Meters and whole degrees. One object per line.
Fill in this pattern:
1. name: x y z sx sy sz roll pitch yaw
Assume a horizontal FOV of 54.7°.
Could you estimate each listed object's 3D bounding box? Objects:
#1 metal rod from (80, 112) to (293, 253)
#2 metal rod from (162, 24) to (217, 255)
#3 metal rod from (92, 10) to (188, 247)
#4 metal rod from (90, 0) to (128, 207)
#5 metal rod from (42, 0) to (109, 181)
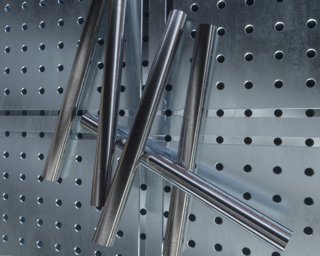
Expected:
1. metal rod: 0.012 0.052 0.382 0.300 0.025 0.025 28 99 27
2. metal rod: 0.037 0.019 0.398 0.025 0.025 0.298 9 93 19
3. metal rod: -0.021 -0.007 0.383 0.025 0.025 0.299 15 81 19
4. metal rod: -0.065 -0.051 0.408 0.025 0.025 0.298 0 80 19
5. metal rod: -0.121 -0.066 0.453 0.025 0.025 0.298 20 96 18
